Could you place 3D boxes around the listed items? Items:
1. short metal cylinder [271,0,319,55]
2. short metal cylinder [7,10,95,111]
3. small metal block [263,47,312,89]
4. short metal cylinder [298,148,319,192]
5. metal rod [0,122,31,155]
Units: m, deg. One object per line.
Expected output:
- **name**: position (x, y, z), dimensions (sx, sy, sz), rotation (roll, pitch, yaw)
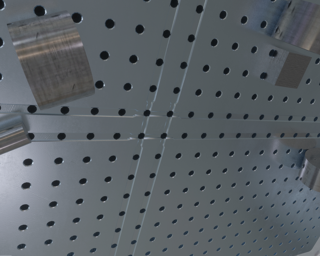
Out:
- **short metal cylinder**: position (0.194, -0.129, 0.402), dimensions (0.081, 0.080, 0.050), rotation (7, 115, -32)
- **short metal cylinder**: position (-0.098, -0.061, 0.284), dimensions (0.050, 0.080, 0.079), rotation (-21, 127, -16)
- **small metal block**: position (0.189, -0.088, 0.460), dimensions (0.050, 0.025, 0.050), rotation (2, 117, -30)
- **short metal cylinder**: position (0.317, 0.081, 0.600), dimensions (0.081, 0.080, 0.050), rotation (-12, 124, -22)
- **metal rod**: position (-0.279, 0.062, 0.297), dimensions (0.302, 0.025, 0.025), rotation (-23, 127, -15)
